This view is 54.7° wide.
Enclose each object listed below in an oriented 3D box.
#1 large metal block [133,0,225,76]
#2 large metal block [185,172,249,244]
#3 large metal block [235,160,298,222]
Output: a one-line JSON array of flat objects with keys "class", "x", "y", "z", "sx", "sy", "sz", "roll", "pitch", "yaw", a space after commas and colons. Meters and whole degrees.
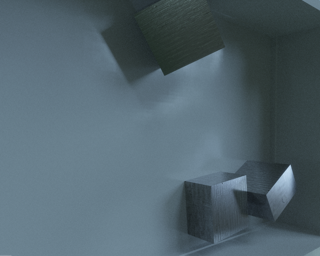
[{"class": "large metal block", "x": 0.024, "y": -0.123, "z": 0.382, "sx": 0.080, "sy": 0.080, "sz": 0.050, "roll": 61, "pitch": 12, "yaw": -23}, {"class": "large metal block", "x": 0.085, "y": 0.114, "z": 0.462, "sx": 0.081, "sy": 0.050, "sz": 0.079, "roll": -6, "pitch": 94, "yaw": -40}, {"class": "large metal block", "x": 0.164, "y": 0.099, "z": 0.508, "sx": 0.081, "sy": 0.080, "sz": 0.050, "roll": -36, "pitch": 112, "yaw": -34}]
